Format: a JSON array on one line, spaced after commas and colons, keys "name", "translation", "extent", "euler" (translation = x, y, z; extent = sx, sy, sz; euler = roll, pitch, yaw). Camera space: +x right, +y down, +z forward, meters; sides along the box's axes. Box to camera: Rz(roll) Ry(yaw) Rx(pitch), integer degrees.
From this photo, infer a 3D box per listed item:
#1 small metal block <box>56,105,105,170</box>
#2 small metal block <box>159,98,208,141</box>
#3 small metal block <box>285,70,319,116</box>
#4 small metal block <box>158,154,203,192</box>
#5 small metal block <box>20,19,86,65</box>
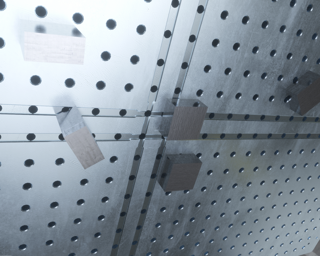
[{"name": "small metal block", "translation": [-0.090, 0.010, 0.351], "extent": [0.025, 0.050, 0.050], "euler": [-29, 128, -10]}, {"name": "small metal block", "translation": [0.031, -0.012, 0.420], "extent": [0.050, 0.025, 0.050], "euler": [-1, 119, -28]}, {"name": "small metal block", "translation": [0.237, -0.056, 0.505], "extent": [0.050, 0.025, 0.050], "euler": [-38, 129, -3]}, {"name": "small metal block", "translation": [0.030, 0.067, 0.468], "extent": [0.050, 0.025, 0.050], "euler": [1, 118, -29]}, {"name": "small metal block", "translation": [-0.101, -0.081, 0.289], "extent": [0.050, 0.050, 0.025], "euler": [-2, 119, -28]}]
